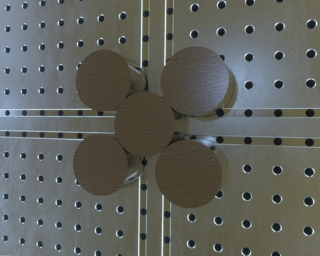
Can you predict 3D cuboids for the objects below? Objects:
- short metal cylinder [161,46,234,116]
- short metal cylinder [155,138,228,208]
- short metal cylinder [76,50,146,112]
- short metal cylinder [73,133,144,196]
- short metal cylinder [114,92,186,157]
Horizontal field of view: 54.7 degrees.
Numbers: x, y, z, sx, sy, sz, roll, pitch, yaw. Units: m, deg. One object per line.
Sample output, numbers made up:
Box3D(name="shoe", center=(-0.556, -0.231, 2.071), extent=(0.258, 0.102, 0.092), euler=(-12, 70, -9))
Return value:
Box3D(name="short metal cylinder", center=(0.047, -0.054, 0.380), extent=(0.080, 0.050, 0.079), euler=(0, 90, 19))
Box3D(name="short metal cylinder", center=(0.040, 0.053, 0.384), extent=(0.080, 0.050, 0.079), euler=(0, 90, 19))
Box3D(name="short metal cylinder", center=(-0.065, -0.061, 0.420), extent=(0.080, 0.050, 0.079), euler=(0, 90, 19))
Box3D(name="short metal cylinder", center=(-0.069, 0.047, 0.421), extent=(0.080, 0.050, 0.079), euler=(0, 90, 19))
Box3D(name="short metal cylinder", center=(-0.012, -0.005, 0.402), extent=(0.080, 0.050, 0.079), euler=(0, 90, 19))
